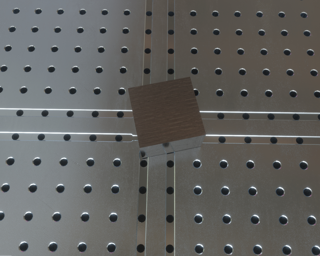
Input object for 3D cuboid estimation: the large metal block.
[{"bbox_3d":[0.007,-0.013,0.402,0.080,0.050,0.080,-11,71,-4],"label":"large metal block"}]
